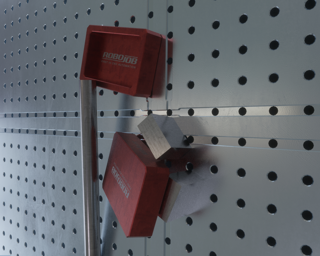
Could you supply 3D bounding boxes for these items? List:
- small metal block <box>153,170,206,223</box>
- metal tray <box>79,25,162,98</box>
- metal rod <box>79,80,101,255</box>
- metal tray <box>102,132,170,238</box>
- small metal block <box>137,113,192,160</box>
[{"bbox_3d":[0.023,0.081,0.374,0.025,0.050,0.050,32,110,35],"label":"small metal block"},{"bbox_3d":[-0.063,-0.101,0.458,0.130,0.030,0.089,19,102,38],"label":"metal tray"},{"bbox_3d":[-0.107,0.077,0.477,0.025,0.025,0.298,7,101,40],"label":"metal rod"},{"bbox_3d":[-0.037,0.067,0.404,0.130,0.030,0.089,38,116,60],"label":"metal tray"},{"bbox_3d":[0.006,0.011,0.386,0.025,0.050,0.050,-42,65,24],"label":"small metal block"}]
